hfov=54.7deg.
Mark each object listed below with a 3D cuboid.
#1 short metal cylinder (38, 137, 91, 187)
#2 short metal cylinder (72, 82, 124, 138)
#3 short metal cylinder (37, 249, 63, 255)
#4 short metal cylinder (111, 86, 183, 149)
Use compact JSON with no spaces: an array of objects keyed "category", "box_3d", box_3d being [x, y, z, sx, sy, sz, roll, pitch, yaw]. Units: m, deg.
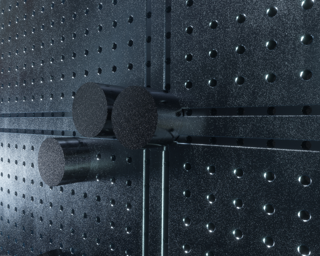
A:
[{"category":"short metal cylinder","box_3d":[-0.162,0.055,0.524,0.080,0.050,0.079,0,90,39]},{"category":"short metal cylinder","box_3d":[-0.086,-0.026,0.461,0.080,0.050,0.079,0,90,39]},{"category":"short metal cylinder","box_3d":[-0.202,0.253,0.537,0.080,0.081,0.050,-45,63,30]},{"category":"short metal cylinder","box_3d":[-0.018,-0.013,0.406,0.080,0.050,0.079,0,90,39]}]
